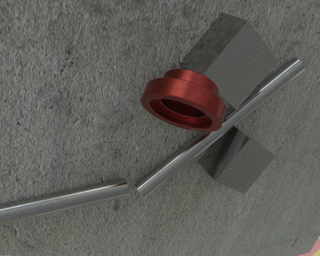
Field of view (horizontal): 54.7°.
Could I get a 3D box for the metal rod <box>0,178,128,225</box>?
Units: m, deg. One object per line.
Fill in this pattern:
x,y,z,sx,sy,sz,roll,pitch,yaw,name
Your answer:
-0.185,0.102,0.369,0.303,0.025,0.025,-8,122,-25,metal rod

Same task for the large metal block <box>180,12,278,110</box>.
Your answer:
0.087,-0.082,0.389,0.080,0.050,0.080,33,100,-39,large metal block

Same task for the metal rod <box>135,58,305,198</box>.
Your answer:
0.089,-0.002,0.456,0.301,0.025,0.025,-38,130,-3,metal rod

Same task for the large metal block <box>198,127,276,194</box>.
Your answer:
0.122,0.049,0.490,0.080,0.050,0.080,28,103,-38,large metal block

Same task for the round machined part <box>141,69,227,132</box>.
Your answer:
0.031,-0.034,0.366,0.098,0.098,0.042,33,69,-39,round machined part
